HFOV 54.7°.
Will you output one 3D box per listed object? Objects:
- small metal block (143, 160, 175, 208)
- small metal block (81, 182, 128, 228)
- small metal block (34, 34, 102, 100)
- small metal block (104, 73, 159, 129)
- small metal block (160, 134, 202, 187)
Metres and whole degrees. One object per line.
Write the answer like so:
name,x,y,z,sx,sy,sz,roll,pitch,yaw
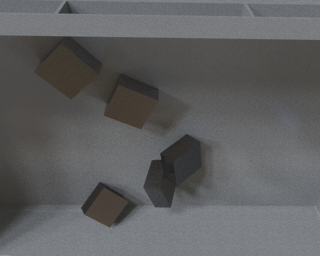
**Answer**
small metal block,0.002,0.083,0.460,0.025,0.050,0.050,-5,132,22
small metal block,-0.088,0.123,0.496,0.050,0.025,0.050,39,83,-28
small metal block,-0.103,-0.068,0.350,0.050,0.025,0.050,-35,122,26
small metal block,-0.035,-0.032,0.382,0.050,0.025,0.050,21,127,-17
small metal block,0.030,0.045,0.430,0.050,0.025,0.050,-34,136,-27
